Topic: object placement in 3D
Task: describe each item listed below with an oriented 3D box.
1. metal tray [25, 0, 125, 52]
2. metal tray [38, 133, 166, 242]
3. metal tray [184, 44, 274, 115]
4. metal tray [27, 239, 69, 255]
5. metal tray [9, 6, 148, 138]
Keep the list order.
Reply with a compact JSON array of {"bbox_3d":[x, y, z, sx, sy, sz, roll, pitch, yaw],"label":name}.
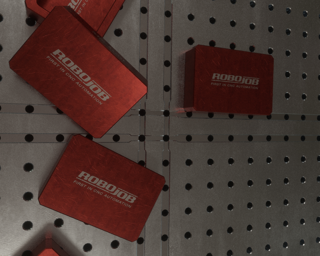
[{"bbox_3d":[-0.089,-0.170,0.377,0.090,0.030,0.130,31,80,-18],"label":"metal tray"},{"bbox_3d":[-0.069,0.074,0.385,0.131,0.030,0.090,30,80,-18],"label":"metal tray"},{"bbox_3d":[0.102,-0.066,0.449,0.131,0.030,0.089,2,89,-21],"label":"metal tray"},{"bbox_3d":[-0.149,0.207,0.355,0.130,0.030,0.090,-42,104,-15],"label":"metal tray"},{"bbox_3d":[-0.089,-0.061,0.356,0.130,0.030,0.090,43,104,-16],"label":"metal tray"}]
